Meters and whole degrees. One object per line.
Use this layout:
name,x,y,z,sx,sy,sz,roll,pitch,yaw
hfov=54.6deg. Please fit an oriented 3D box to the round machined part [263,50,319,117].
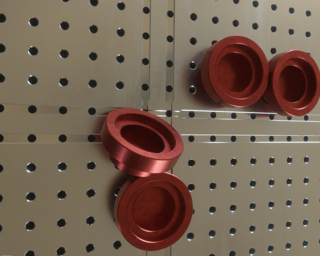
round machined part,0.194,-0.066,0.472,0.099,0.042,0.097,-1,91,-24

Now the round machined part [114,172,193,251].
round machined part,-0.011,0.102,0.400,0.099,0.042,0.097,0,90,-20

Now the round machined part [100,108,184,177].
round machined part,-0.025,0.021,0.375,0.099,0.098,0.042,15,121,-19

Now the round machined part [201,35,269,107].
round machined part,0.101,-0.078,0.441,0.099,0.042,0.097,0,90,-20
